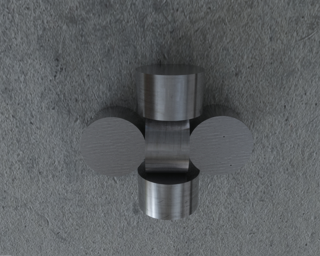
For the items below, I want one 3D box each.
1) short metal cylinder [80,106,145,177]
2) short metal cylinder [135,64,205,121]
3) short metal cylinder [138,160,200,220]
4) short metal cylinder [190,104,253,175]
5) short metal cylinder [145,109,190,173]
[{"bbox_3d":[-0.058,0.016,0.403,0.081,0.050,0.079,0,110,-1],"label":"short metal cylinder"},{"bbox_3d":[0.012,-0.045,0.366,0.081,0.080,0.050,0,110,0],"label":"short metal cylinder"},{"bbox_3d":[0.011,0.077,0.411,0.081,0.080,0.050,0,110,0],"label":"short metal cylinder"},{"bbox_3d":[0.074,0.014,0.403,0.081,0.050,0.079,0,111,0],"label":"short metal cylinder"},{"bbox_3d":[0.008,0.016,0.388,0.050,0.080,0.079,1,110,0],"label":"short metal cylinder"}]
